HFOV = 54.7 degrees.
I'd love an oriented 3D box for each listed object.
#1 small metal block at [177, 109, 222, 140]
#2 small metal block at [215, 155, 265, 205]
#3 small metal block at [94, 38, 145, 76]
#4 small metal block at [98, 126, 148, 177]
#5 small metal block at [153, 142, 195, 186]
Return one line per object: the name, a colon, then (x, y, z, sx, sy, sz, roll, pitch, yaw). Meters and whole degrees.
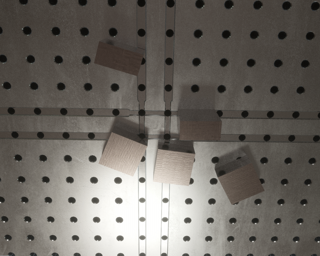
small metal block: (0.049, -0.005, 0.399, 0.050, 0.050, 0.025, 1, 110, -1)
small metal block: (0.113, 0.074, 0.442, 0.050, 0.025, 0.050, -26, 108, 8)
small metal block: (-0.046, -0.085, 0.368, 0.050, 0.050, 0.025, 16, 109, -6)
small metal block: (-0.050, 0.032, 0.424, 0.050, 0.025, 0.050, 22, 108, -9)
small metal block: (0.019, 0.050, 0.432, 0.050, 0.025, 0.050, 8, 110, -4)
